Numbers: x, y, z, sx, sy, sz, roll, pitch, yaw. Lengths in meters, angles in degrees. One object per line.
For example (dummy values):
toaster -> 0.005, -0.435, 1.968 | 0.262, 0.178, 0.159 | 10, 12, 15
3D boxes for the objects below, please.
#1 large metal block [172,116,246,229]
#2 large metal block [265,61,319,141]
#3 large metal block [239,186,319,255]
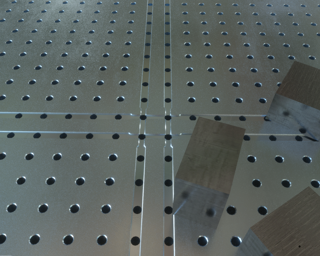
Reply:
large metal block -> 0.051, 0.048, 0.332 | 0.050, 0.080, 0.080 | 16, 52, 12
large metal block -> 0.205, -0.038, 0.426 | 0.080, 0.050, 0.080 | 27, 55, 20
large metal block -> 0.138, 0.117, 0.295 | 0.081, 0.050, 0.080 | -26, 55, -21
